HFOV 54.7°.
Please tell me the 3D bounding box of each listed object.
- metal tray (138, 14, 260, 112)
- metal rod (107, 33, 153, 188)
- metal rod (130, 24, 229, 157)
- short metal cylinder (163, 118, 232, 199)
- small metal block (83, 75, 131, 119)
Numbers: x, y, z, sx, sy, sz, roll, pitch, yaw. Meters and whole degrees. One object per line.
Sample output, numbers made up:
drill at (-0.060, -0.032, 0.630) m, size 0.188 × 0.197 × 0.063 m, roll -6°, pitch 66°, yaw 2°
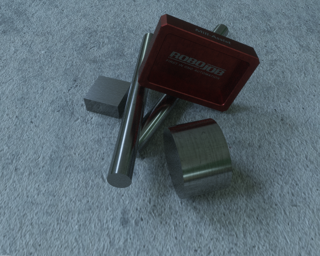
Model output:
metal tray at (0.047, -0.079, 0.398) m, size 0.131 × 0.089 × 0.030 m, roll 16°, pitch 39°, yaw -15°
metal rod at (-0.029, -0.049, 0.422) m, size 0.025 × 0.025 × 0.300 m, roll 4°, pitch 43°, yaw 3°
metal rod at (0.037, -0.073, 0.464) m, size 0.025 × 0.025 × 0.301 m, roll 23°, pitch 53°, yaw 18°
short metal cylinder at (0.038, 0.033, 0.340) m, size 0.050 × 0.080 × 0.080 m, roll -11°, pitch 51°, yaw -10°
small metal block at (-0.072, -0.045, 0.440) m, size 0.050 × 0.025 × 0.050 m, roll 14°, pitch 51°, yaw 11°
